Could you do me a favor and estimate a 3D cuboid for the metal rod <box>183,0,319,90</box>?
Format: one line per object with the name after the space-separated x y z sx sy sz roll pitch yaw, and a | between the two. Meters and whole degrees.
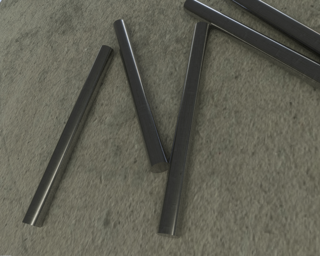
0.128 -0.111 0.404 0.025 0.025 0.300 -42 51 -1 | metal rod

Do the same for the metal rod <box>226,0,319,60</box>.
0.176 -0.112 0.379 0.025 0.025 0.300 -38 51 2 | metal rod

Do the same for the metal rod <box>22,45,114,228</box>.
-0.131 -0.002 0.471 0.025 0.025 0.300 3 63 29 | metal rod

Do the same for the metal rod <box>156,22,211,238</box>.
0.036 -0.017 0.394 0.025 0.025 0.299 -3 60 26 | metal rod

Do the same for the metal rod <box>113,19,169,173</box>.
-0.035 -0.067 0.461 0.025 0.025 0.299 -26 53 12 | metal rod
